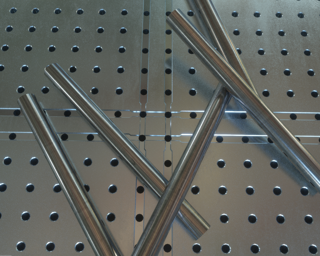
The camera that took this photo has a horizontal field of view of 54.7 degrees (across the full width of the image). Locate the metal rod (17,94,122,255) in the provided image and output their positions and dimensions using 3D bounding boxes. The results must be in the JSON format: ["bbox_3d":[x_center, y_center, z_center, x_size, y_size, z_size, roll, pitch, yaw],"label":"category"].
[{"bbox_3d":[-0.103,0.081,0.380,0.025,0.025,0.299,-30,73,-11],"label":"metal rod"}]

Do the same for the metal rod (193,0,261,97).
[{"bbox_3d":[0.079,-0.167,0.473,0.025,0.025,0.299,-18,71,-7],"label":"metal rod"}]

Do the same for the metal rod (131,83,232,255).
[{"bbox_3d":[0.028,0.057,0.367,0.025,0.025,0.300,26,63,8],"label":"metal rod"}]

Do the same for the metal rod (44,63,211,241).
[{"bbox_3d":[-0.051,0.021,0.403,0.025,0.025,0.300,-41,75,-14],"label":"metal rod"}]

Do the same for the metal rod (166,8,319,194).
[{"bbox_3d":[0.114,-0.039,0.404,0.025,0.025,0.300,-39,84,-13],"label":"metal rod"}]
